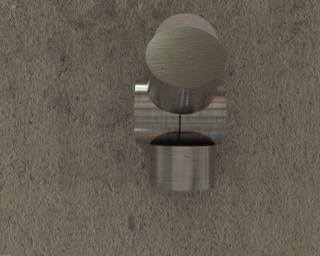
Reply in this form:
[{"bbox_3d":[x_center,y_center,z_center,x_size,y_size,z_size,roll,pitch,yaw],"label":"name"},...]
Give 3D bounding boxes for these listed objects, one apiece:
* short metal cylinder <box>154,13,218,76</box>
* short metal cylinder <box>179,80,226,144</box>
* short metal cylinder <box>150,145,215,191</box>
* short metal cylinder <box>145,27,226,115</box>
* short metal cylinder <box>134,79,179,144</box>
[{"bbox_3d":[0.031,-0.099,0.400,0.081,0.050,0.079,0,90,-1],"label":"short metal cylinder"},{"bbox_3d":[0.049,-0.019,0.384,0.050,0.080,0.079,0,90,0],"label":"short metal cylinder"},{"bbox_3d":[0.027,0.045,0.384,0.081,0.080,0.050,0,90,-1],"label":"short metal cylinder"},{"bbox_3d":[0.025,-0.061,0.333,0.081,0.050,0.080,1,61,-1],"label":"short metal cylinder"},{"bbox_3d":[-0.004,-0.020,0.384,0.050,0.080,0.079,1,90,-1],"label":"short metal cylinder"}]
